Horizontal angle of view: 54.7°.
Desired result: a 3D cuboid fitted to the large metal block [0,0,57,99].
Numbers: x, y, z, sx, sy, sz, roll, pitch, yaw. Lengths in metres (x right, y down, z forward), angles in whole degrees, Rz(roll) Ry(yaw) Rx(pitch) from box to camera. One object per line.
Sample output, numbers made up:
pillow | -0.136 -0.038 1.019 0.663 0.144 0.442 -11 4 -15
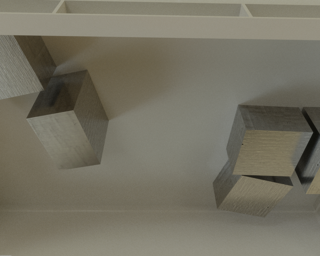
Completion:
large metal block | -0.169 -0.078 0.324 0.080 0.050 0.080 -10 130 8

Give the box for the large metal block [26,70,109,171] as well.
large metal block | -0.102 -0.010 0.363 0.050 0.080 0.080 -10 130 7

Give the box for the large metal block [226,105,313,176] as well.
large metal block | 0.139 0.018 0.410 0.081 0.050 0.079 2 130 -3

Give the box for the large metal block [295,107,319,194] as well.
large metal block | 0.212 0.029 0.401 0.050 0.080 0.079 1 130 -1

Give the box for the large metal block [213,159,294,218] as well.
large metal block | 0.136 0.086 0.468 0.081 0.050 0.079 13 129 -12
